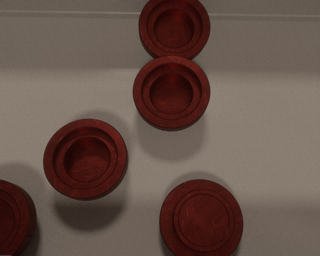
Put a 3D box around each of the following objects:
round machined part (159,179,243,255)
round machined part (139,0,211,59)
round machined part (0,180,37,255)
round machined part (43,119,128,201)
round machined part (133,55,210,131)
[{"bbox_3d":[0.048,0.108,0.362,0.099,0.042,0.098,0,70,-1],"label":"round machined part"},{"bbox_3d":[0.019,-0.138,0.442,0.099,0.042,0.097,0,87,-3],"label":"round machined part"},{"bbox_3d":[-0.192,0.111,0.358,0.099,0.042,0.098,0,70,-1],"label":"round machined part"},{"bbox_3d":[-0.088,0.041,0.385,0.099,0.042,0.098,0,70,-1],"label":"round machined part"},{"bbox_3d":[0.015,-0.043,0.412,0.099,0.042,0.098,0,78,1],"label":"round machined part"}]
